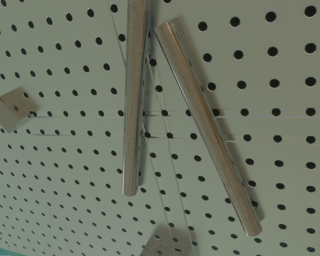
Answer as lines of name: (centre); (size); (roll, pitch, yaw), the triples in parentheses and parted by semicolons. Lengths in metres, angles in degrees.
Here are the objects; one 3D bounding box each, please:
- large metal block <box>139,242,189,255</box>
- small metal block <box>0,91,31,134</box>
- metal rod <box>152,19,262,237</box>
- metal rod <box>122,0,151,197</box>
large metal block: (0.007, 0.260, 0.551); (0.080, 0.050, 0.079); (7, 122, 24)
small metal block: (-0.256, -0.026, 0.527); (0.050, 0.025, 0.050); (49, 128, -7)
metal rod: (0.066, 0.014, 0.383); (0.025, 0.025, 0.299); (-14, 112, 33)
metal rod: (-0.035, -0.022, 0.414); (0.025, 0.025, 0.298); (18, 126, 17)
